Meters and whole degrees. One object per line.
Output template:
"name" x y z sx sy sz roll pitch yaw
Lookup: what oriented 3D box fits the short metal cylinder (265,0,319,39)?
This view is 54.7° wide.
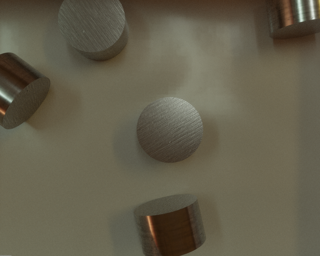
"short metal cylinder" 0.176 -0.148 0.386 0.081 0.080 0.050 -7 90 0

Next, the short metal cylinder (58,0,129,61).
"short metal cylinder" -0.082 -0.131 0.398 0.081 0.050 0.079 0 90 -1

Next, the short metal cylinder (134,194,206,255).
"short metal cylinder" 0.012 0.119 0.384 0.080 0.080 0.050 -13 90 0

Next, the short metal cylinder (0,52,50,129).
"short metal cylinder" -0.183 -0.045 0.382 0.050 0.080 0.080 37 90 -1

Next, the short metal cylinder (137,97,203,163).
"short metal cylinder" 0.012 0.002 0.399 0.081 0.050 0.079 0 90 -1
